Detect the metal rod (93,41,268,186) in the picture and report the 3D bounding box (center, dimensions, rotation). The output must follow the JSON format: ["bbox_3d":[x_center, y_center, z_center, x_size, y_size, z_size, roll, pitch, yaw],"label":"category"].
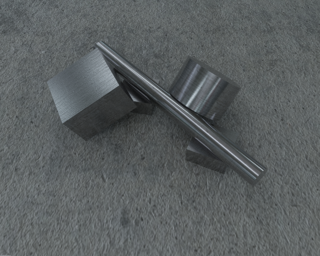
[{"bbox_3d":[0.007,-0.034,0.401,0.025,0.025,0.300,-34,58,-25],"label":"metal rod"}]

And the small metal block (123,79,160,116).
[{"bbox_3d":[-0.031,-0.047,0.444,0.050,0.025,0.050,10,51,7],"label":"small metal block"}]

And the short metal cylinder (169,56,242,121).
[{"bbox_3d":[0.059,-0.052,0.407,0.080,0.050,0.080,28,18,-10],"label":"short metal cylinder"}]

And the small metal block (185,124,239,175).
[{"bbox_3d":[0.065,0.024,0.386,0.050,0.025,0.050,19,52,15],"label":"small metal block"}]

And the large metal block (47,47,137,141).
[{"bbox_3d":[-0.089,-0.044,0.403,0.080,0.050,0.080,-34,55,3],"label":"large metal block"}]
